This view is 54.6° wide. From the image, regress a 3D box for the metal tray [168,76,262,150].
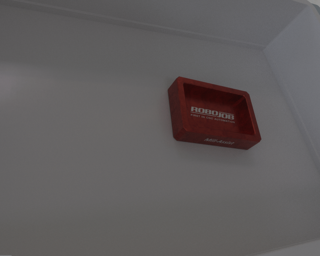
[{"bbox_3d":[0.080,-0.020,0.456,0.131,0.030,0.090,8,58,-24],"label":"metal tray"}]
